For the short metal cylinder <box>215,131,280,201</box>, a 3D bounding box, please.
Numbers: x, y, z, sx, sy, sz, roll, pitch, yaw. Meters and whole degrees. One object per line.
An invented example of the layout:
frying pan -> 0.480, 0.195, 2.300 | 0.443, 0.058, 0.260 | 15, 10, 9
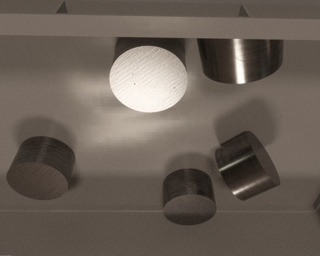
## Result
short metal cylinder -> 0.118, 0.051, 0.418 | 0.050, 0.080, 0.080 | -32, 123, 24

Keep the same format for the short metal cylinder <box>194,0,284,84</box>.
short metal cylinder -> 0.077, -0.086, 0.301 | 0.080, 0.080, 0.050 | -10, 130, 8

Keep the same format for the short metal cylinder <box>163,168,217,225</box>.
short metal cylinder -> 0.045, 0.109, 0.486 | 0.081, 0.050, 0.079 | 0, 130, 0

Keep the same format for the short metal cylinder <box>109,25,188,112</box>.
short metal cylinder -> -0.012, -0.064, 0.338 | 0.081, 0.050, 0.079 | 0, 130, 0

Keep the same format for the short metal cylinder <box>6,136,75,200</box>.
short metal cylinder -> -0.166, 0.058, 0.439 | 0.081, 0.050, 0.079 | 0, 130, 0
